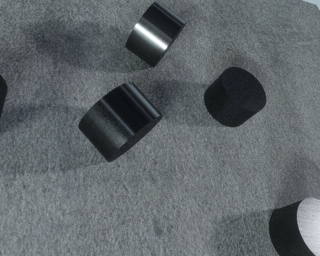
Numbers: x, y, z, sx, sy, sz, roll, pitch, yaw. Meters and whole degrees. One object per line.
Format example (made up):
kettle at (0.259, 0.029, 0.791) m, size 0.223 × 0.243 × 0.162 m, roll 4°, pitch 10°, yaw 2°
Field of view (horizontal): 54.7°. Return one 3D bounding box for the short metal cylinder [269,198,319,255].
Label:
short metal cylinder at (0.194, 0.139, 0.410) m, size 0.081 × 0.050 × 0.080 m, roll 14°, pitch 56°, yaw -21°

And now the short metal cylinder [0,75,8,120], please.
short metal cylinder at (-0.188, -0.023, 0.282) m, size 0.081 × 0.080 × 0.050 m, roll 11°, pitch 57°, yaw -23°

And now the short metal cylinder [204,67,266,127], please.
short metal cylinder at (0.116, -0.048, 0.482) m, size 0.081 × 0.050 × 0.080 m, roll 14°, pitch 56°, yaw -21°

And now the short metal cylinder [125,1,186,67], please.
short metal cylinder at (-0.006, -0.135, 0.449) m, size 0.050 × 0.080 × 0.080 m, roll 36°, pitch 51°, yaw -5°

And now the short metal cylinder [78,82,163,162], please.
short metal cylinder at (-0.043, -0.006, 0.350) m, size 0.050 × 0.080 × 0.080 m, roll 48°, pitch 51°, yaw 5°
